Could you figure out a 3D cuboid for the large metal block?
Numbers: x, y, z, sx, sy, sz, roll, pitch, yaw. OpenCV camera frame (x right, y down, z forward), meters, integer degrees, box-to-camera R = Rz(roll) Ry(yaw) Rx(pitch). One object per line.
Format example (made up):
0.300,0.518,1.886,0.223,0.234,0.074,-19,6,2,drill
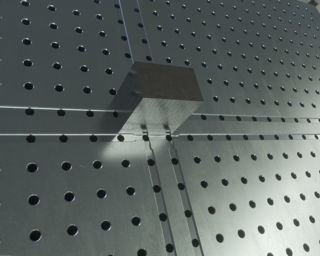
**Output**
-0.005,-0.036,0.393,0.081,0.080,0.050,1,62,-28,large metal block
